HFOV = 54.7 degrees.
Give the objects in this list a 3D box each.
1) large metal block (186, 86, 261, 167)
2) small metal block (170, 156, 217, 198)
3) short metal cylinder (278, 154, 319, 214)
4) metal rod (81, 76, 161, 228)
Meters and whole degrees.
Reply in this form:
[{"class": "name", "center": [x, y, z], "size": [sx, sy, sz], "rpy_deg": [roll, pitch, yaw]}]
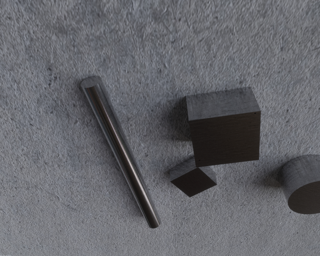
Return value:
[{"class": "large metal block", "center": [0.079, 0.000, 0.392], "size": [0.080, 0.050, 0.080], "rpy_deg": [-8, 130, 6]}, {"class": "small metal block", "center": [0.050, 0.074, 0.471], "size": [0.050, 0.025, 0.050], "rpy_deg": [-32, 124, 24]}, {"class": "short metal cylinder", "center": [0.226, 0.085, 0.466], "size": [0.081, 0.050, 0.079], "rpy_deg": [0, 130, 0]}, {"class": "metal rod", "center": [-0.045, 0.056, 0.454], "size": [0.025, 0.025, 0.299], "rpy_deg": [-11, 130, 9]}]
